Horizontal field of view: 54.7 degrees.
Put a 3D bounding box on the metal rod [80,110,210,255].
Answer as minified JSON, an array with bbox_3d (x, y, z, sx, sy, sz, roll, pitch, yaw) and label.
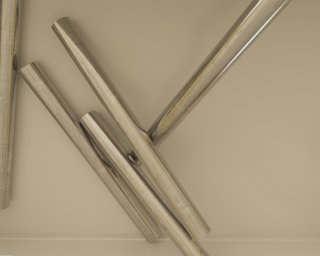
[{"bbox_3d":[-0.001,0.100,0.385,0.025,0.025,0.300,-41,81,13],"label":"metal rod"}]

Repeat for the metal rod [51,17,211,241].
[{"bbox_3d":[-0.034,0.001,0.366,0.025,0.025,0.299,-34,90,11],"label":"metal rod"}]

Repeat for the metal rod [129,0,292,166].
[{"bbox_3d":[0.031,-0.033,0.338,0.025,0.025,0.298,31,130,-11],"label":"metal rod"}]

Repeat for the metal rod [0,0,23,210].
[{"bbox_3d":[-0.200,-0.025,0.399,0.025,0.025,0.298,12,110,-5],"label":"metal rod"}]

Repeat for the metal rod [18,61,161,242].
[{"bbox_3d":[-0.087,0.044,0.426,0.025,0.025,0.299,-30,108,10],"label":"metal rod"}]
